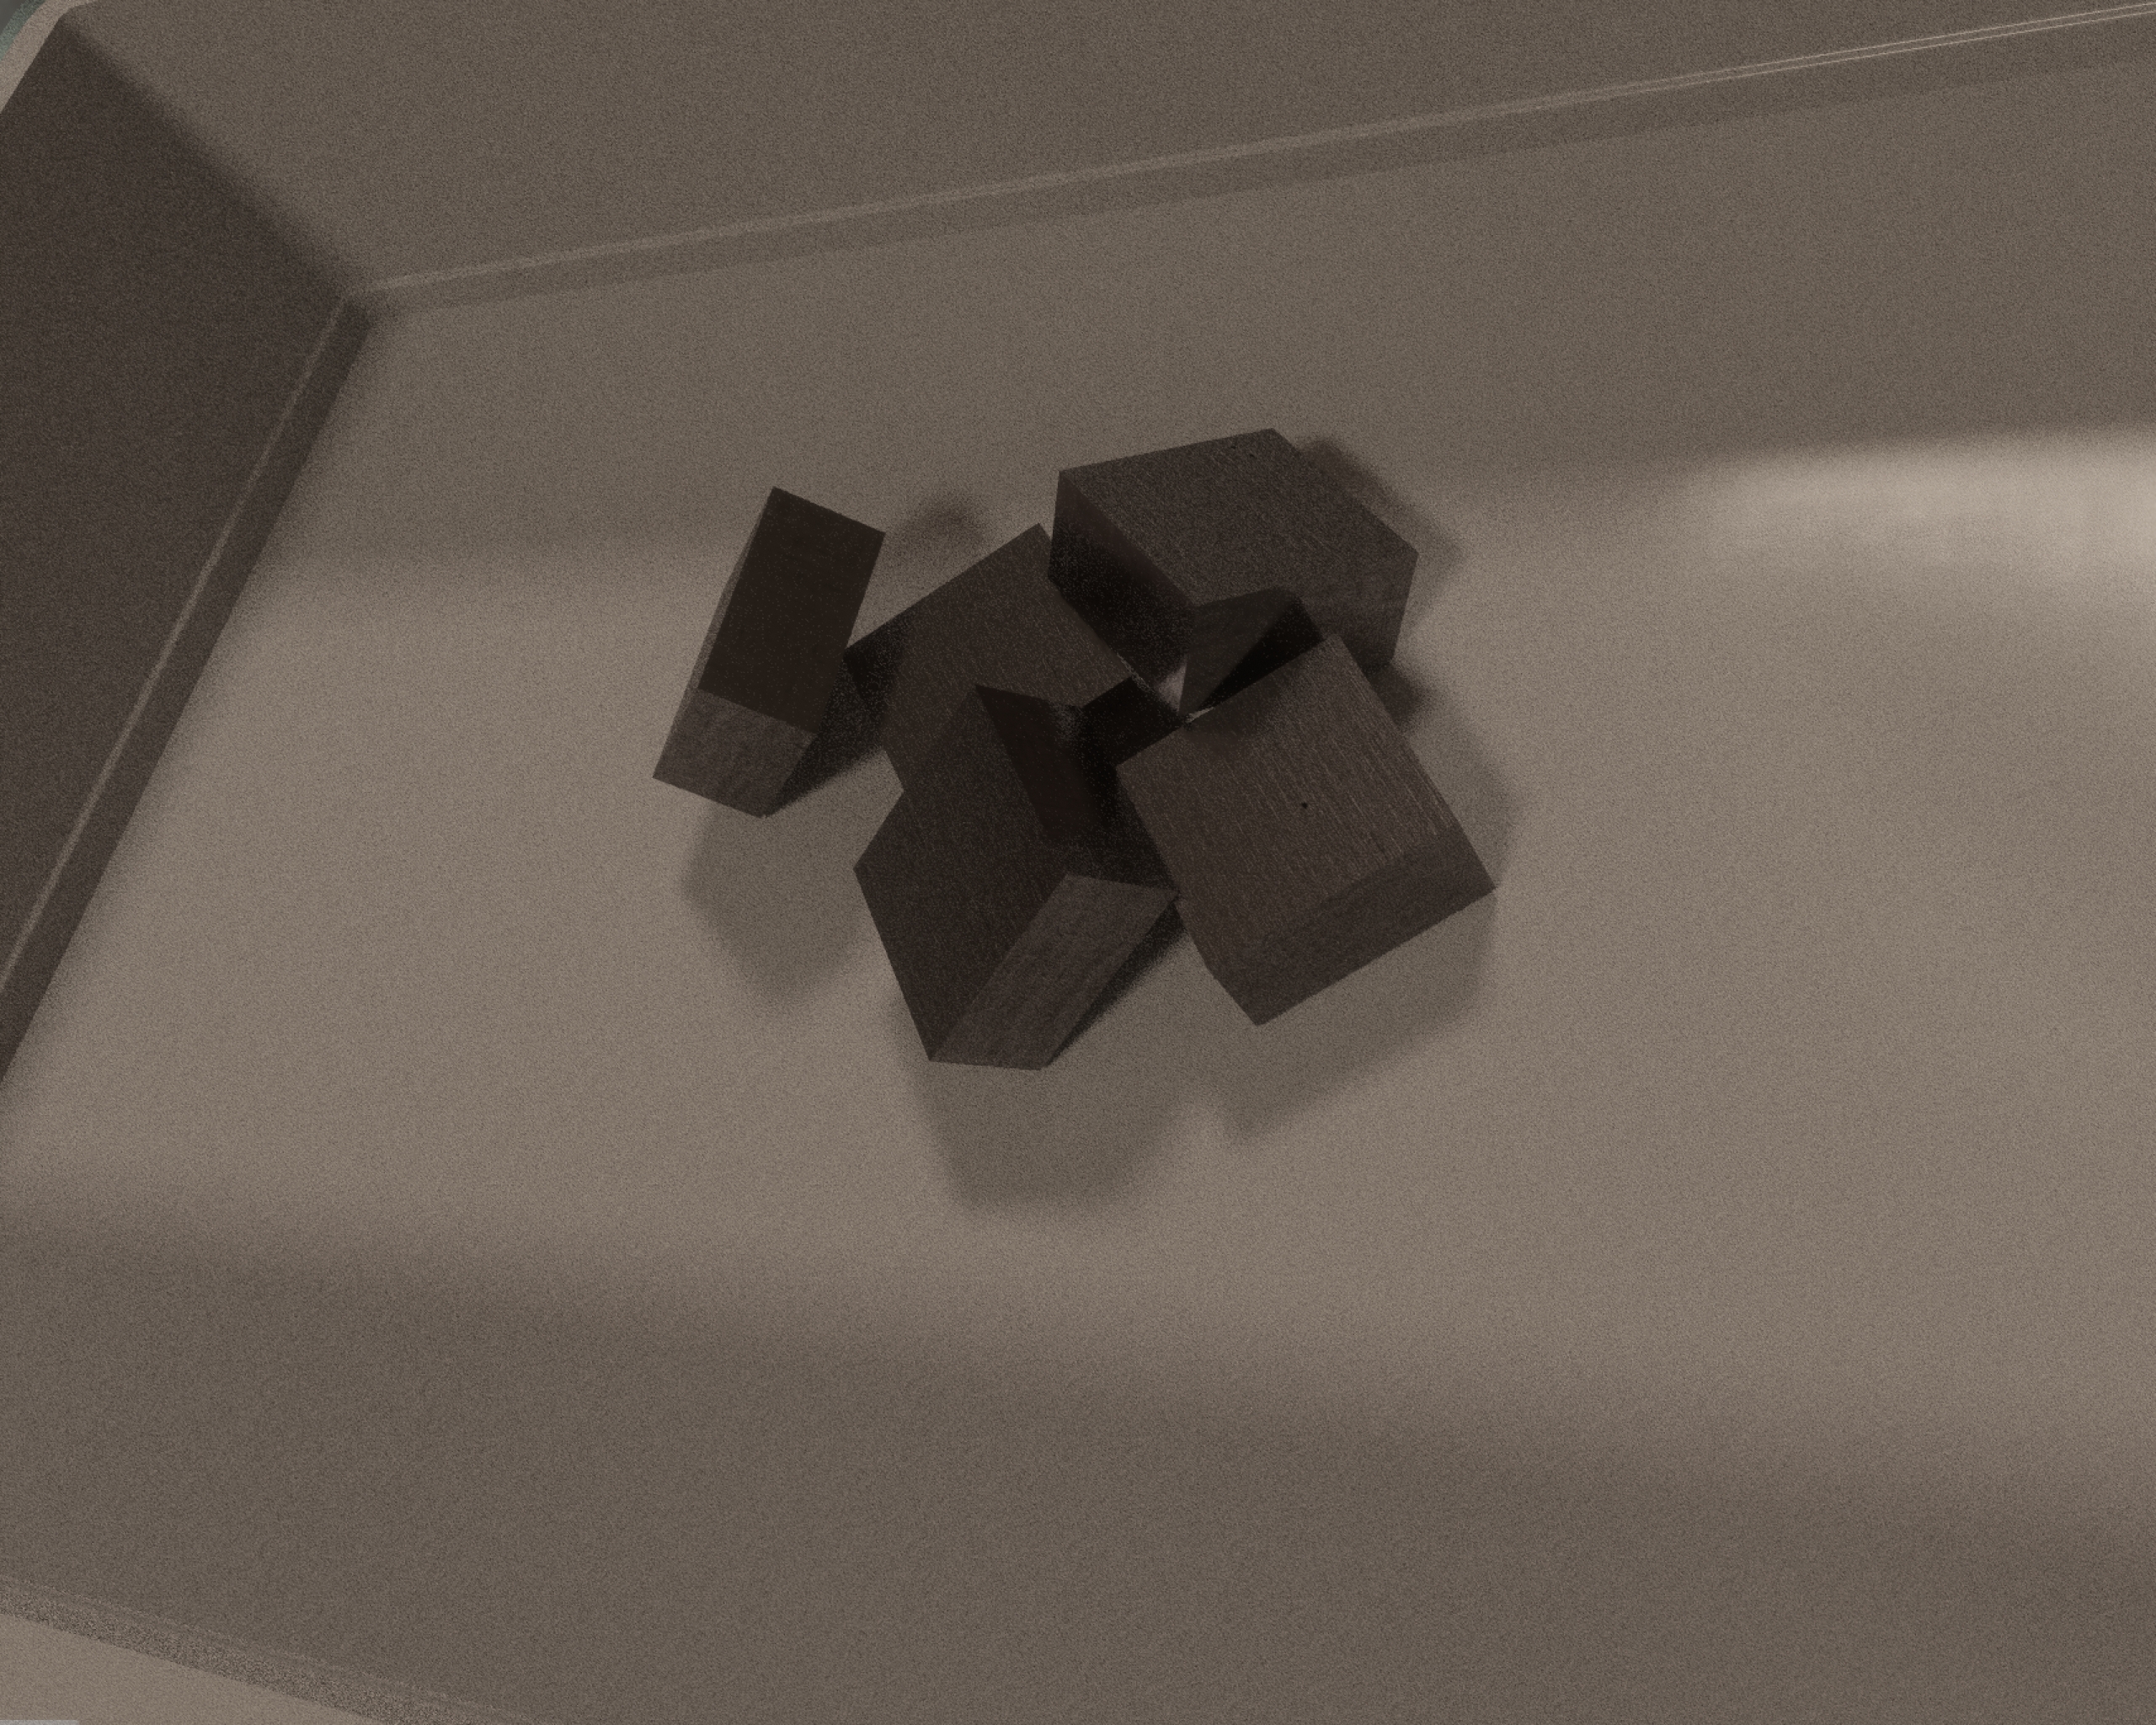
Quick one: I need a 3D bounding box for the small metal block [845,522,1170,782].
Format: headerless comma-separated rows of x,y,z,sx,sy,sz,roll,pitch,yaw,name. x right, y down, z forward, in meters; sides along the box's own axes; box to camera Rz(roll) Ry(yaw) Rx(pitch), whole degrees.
-0.015,-0.034,0.431,0.050,0.025,0.050,-33,52,6,small metal block

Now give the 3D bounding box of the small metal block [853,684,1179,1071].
-0.013,0.003,0.392,0.050,0.025,0.050,-54,44,31,small metal block

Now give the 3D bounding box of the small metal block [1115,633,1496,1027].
0.041,-0.006,0.385,0.050,0.025,0.050,-31,52,7,small metal block

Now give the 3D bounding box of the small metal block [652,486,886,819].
-0.067,-0.044,0.446,0.050,0.025,0.050,138,151,-61,small metal block

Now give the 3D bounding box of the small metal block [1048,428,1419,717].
0.029,-0.058,0.408,0.050,0.025,0.050,-17,46,-26,small metal block
